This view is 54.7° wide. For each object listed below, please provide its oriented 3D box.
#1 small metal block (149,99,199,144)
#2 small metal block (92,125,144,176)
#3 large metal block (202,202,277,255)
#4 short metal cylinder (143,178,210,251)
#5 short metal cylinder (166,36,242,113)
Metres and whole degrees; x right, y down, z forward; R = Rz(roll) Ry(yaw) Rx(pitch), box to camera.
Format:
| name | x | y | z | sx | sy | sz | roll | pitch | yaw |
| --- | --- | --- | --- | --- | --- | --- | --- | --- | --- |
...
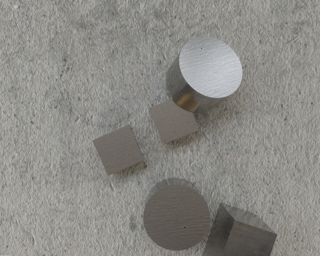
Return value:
| name | x | y | z | sx | sy | sz | roll | pitch | yaw |
| --- | --- | --- | --- | --- | --- | --- | --- | --- | --- |
| small metal block | 0.018 | -0.012 | 0.410 | 0.050 | 0.025 | 0.050 | -22 | 90 | 0 |
| small metal block | -0.054 | 0.029 | 0.410 | 0.050 | 0.025 | 0.050 | -24 | 90 | 0 |
| large metal block | 0.093 | 0.147 | 0.383 | 0.050 | 0.080 | 0.080 | 19 | 90 | 0 |
| short metal cylinder | 0.020 | 0.108 | 0.398 | 0.081 | 0.050 | 0.080 | 0 | 90 | 0 |
| short metal cylinder | 0.053 | -0.065 | 0.384 | 0.081 | 0.050 | 0.080 | 5 | 72 | -16 |
